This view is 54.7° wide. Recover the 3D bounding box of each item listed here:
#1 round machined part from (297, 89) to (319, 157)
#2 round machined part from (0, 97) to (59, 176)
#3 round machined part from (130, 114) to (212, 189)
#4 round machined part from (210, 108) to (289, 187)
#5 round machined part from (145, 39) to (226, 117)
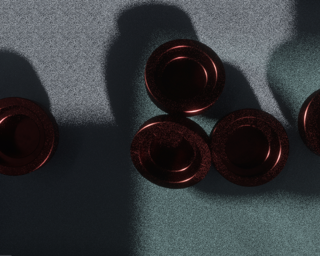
[{"bbox_3d":[0.228,-0.007,0.404,0.099,0.042,0.097,0,90,1],"label":"round machined part"},{"bbox_3d":[-0.180,0.010,0.401,0.099,0.042,0.097,0,90,0],"label":"round machined part"},{"bbox_3d":[0.016,0.025,0.389,0.098,0.042,0.097,6,120,11],"label":"round machined part"},{"bbox_3d":[0.111,0.024,0.404,0.099,0.042,0.097,0,90,0],"label":"round machined part"},{"bbox_3d":[0.030,-0.060,0.395,0.099,0.042,0.098,1,74,-3],"label":"round machined part"}]
